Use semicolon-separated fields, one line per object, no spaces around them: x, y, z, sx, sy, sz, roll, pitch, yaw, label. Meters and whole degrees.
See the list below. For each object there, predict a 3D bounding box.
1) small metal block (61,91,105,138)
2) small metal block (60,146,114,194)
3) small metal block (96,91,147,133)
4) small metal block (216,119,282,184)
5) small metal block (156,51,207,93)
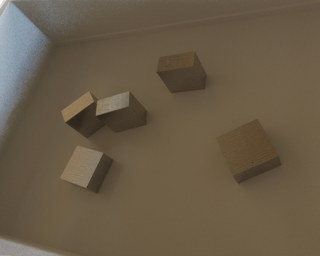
-0.106;-0.019;0.455;0.050;0.050;0.025;-35;52;4;small metal block
-0.099;0.056;0.422;0.050;0.025;0.050;11;67;32;small metal block
-0.052;-0.021;0.428;0.050;0.050;0.025;-14;56;20;small metal block
0.096;0.025;0.339;0.050;0.025;0.050;-26;53;11;small metal block
0.030;-0.074;0.418;0.050;0.050;0.025;-4;60;26;small metal block
